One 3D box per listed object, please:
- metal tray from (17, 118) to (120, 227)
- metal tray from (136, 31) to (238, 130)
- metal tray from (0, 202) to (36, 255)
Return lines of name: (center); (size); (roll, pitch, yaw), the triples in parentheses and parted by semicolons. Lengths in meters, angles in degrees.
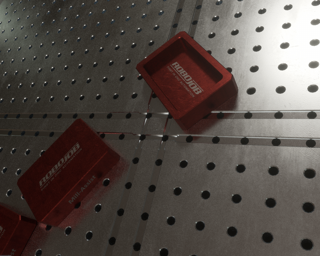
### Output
metal tray: (-0.130, 0.059, 0.435); (0.130, 0.030, 0.090); (-47, 52, -5)
metal tray: (0.033, -0.070, 0.429); (0.090, 0.030, 0.130); (-37, 51, 3)
metal tray: (-0.237, 0.171, 0.421); (0.090, 0.030, 0.130); (11, 67, 32)
